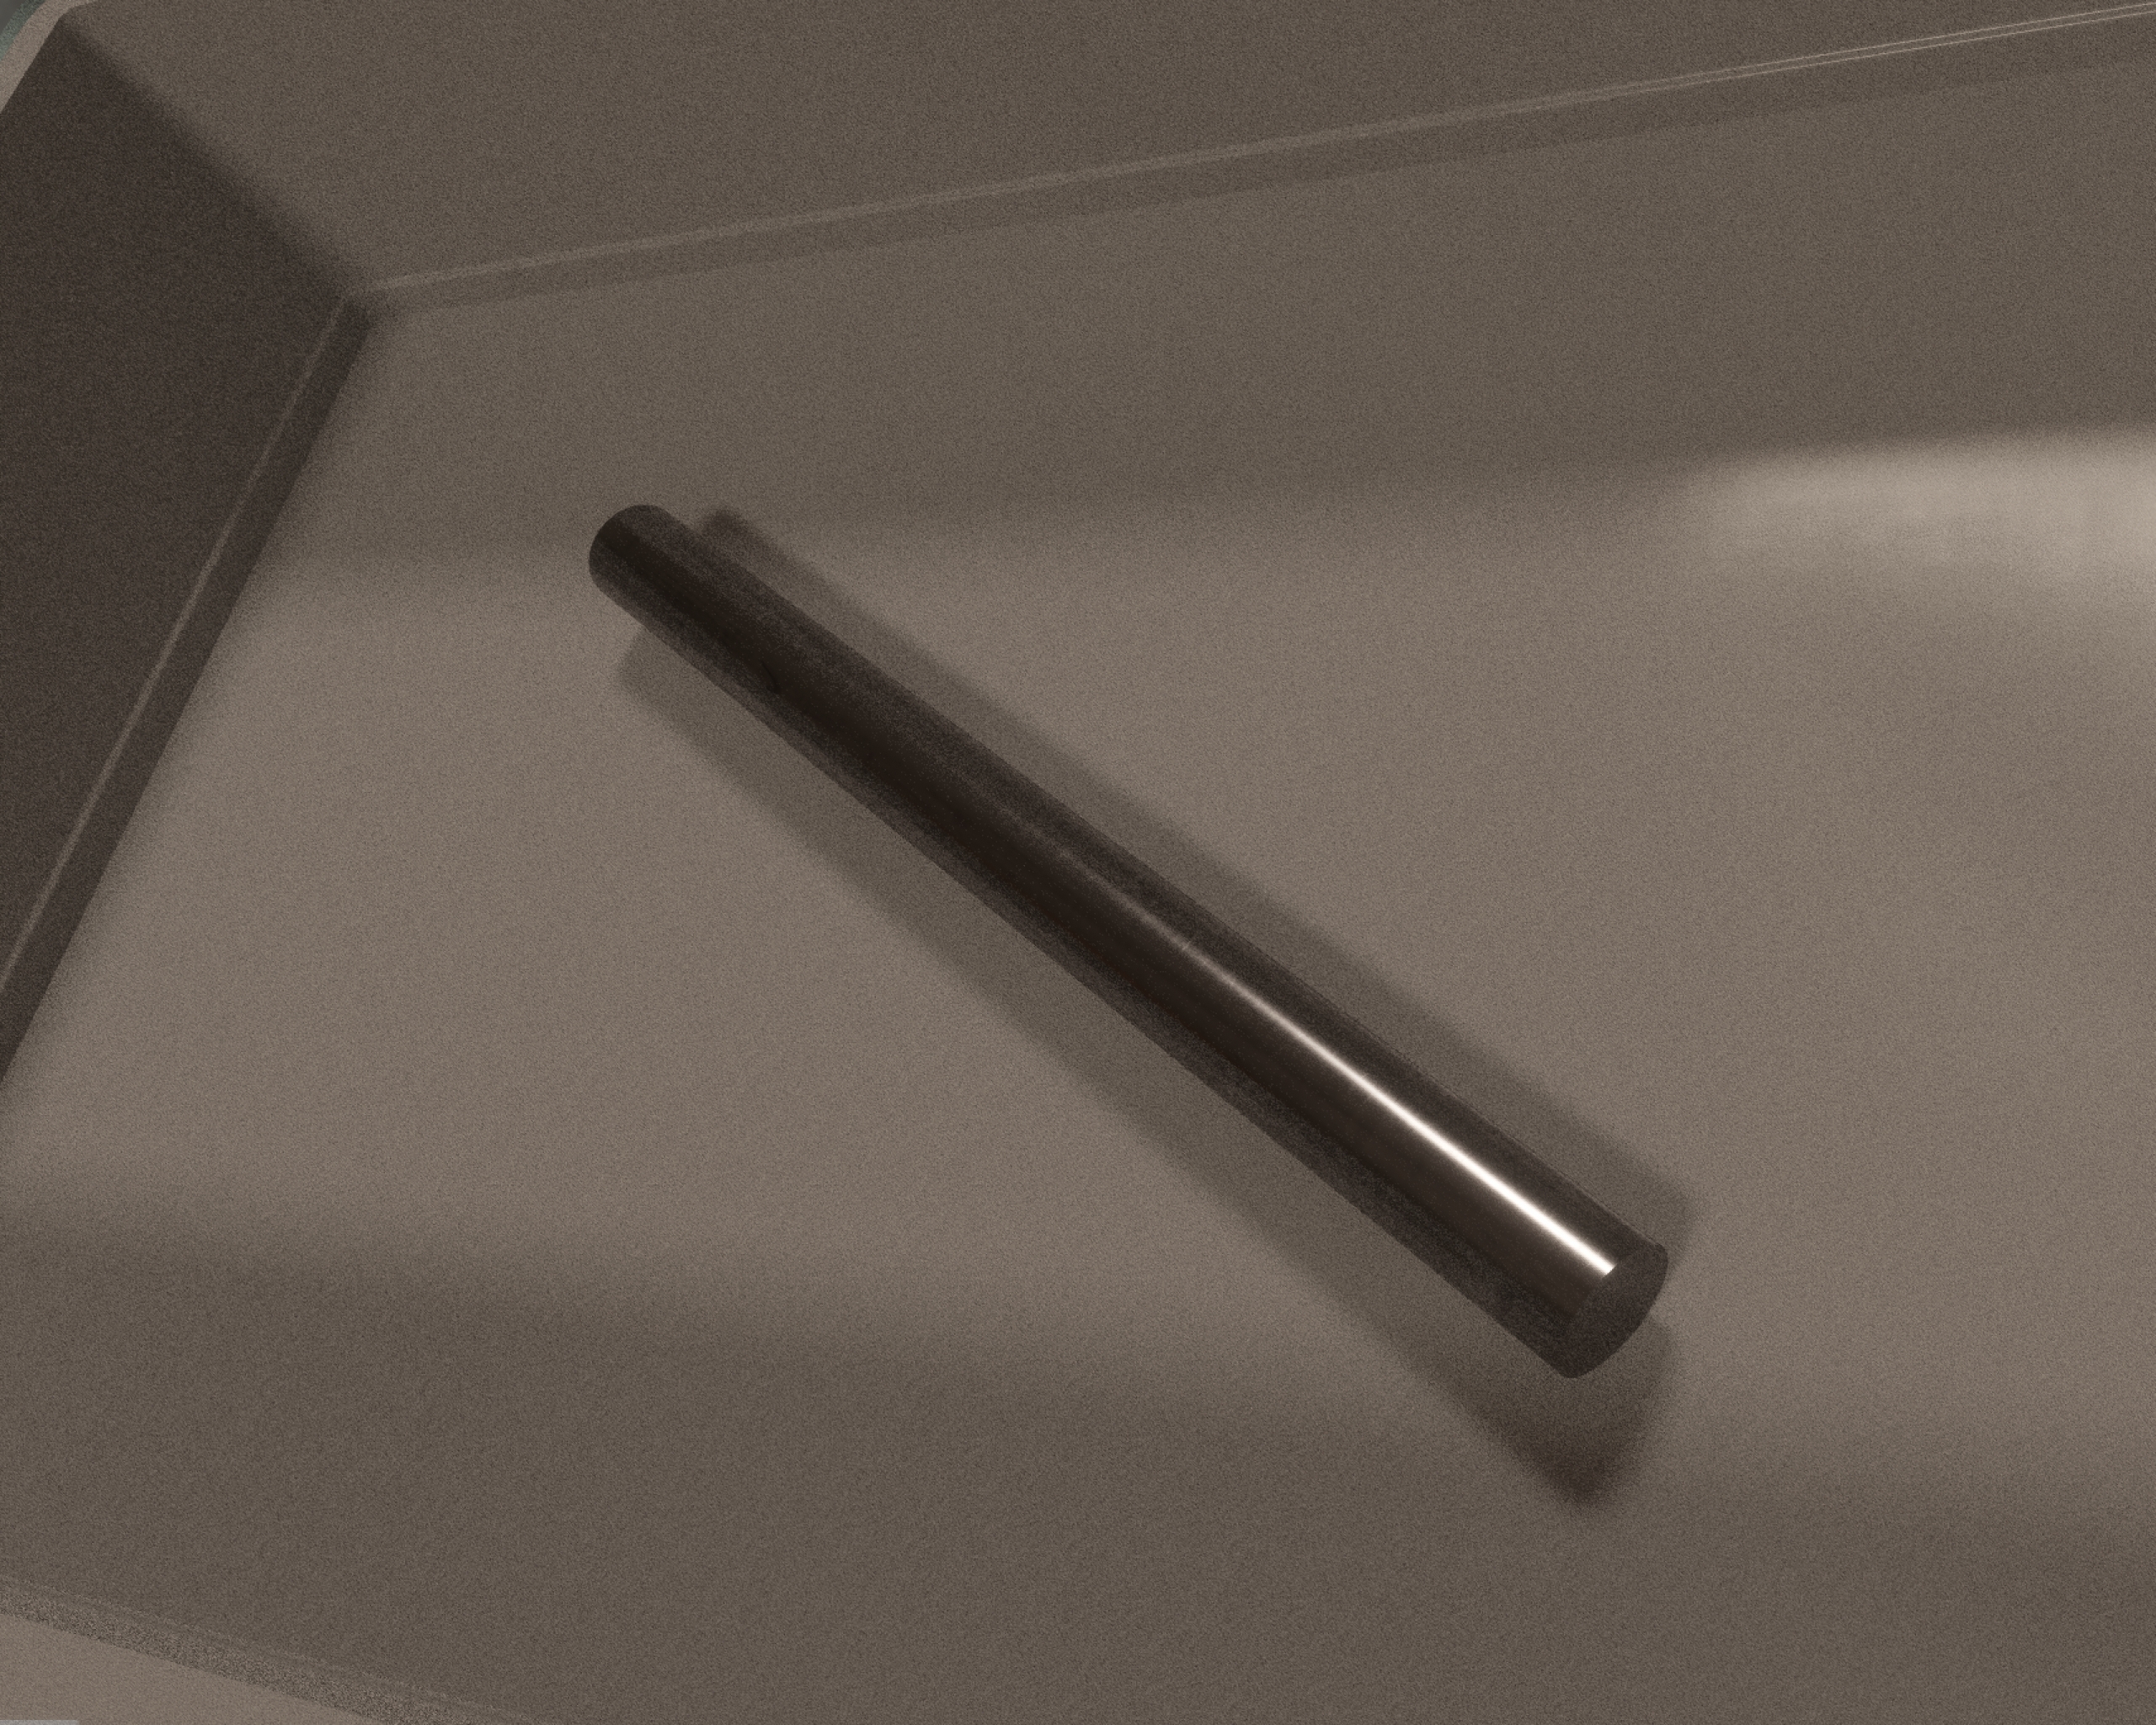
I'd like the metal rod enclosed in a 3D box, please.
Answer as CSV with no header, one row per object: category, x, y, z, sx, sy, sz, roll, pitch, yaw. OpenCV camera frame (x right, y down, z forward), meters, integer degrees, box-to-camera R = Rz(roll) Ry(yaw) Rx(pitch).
metal rod,-0.012,-0.003,0.410,0.025,0.025,0.300,-48,52,-6
